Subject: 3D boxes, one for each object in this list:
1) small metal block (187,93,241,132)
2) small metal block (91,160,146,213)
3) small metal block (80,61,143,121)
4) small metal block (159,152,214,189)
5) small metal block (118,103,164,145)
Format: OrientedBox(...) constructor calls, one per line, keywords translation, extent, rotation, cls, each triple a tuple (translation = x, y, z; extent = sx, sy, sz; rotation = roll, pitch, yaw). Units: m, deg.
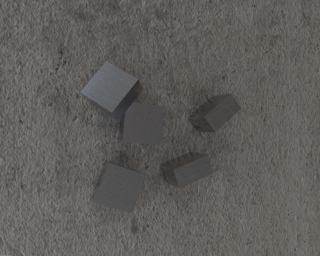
OrientedBox(translation=(0.073, -0.020, 0.422), extent=(0.050, 0.050, 0.025), rotation=(-40, 103, -15), cls="small metal block")
OrientedBox(translation=(-0.052, 0.074, 0.390), extent=(0.050, 0.025, 0.050), rotation=(22, 83, -19), cls="small metal block")
OrientedBox(translation=(-0.058, -0.045, 0.374), extent=(0.050, 0.025, 0.050), rotation=(32, 77, 19), cls="small metal block")
OrientedBox(translation=(0.034, 0.054, 0.408), extent=(0.050, 0.050, 0.025), rotation=(-21, 97, -19), cls="small metal block")
OrientedBox(translation=(-0.024, -0.005, 0.400), extent=(0.050, 0.025, 0.050), rotation=(6, 88, -20), cls="small metal block")
